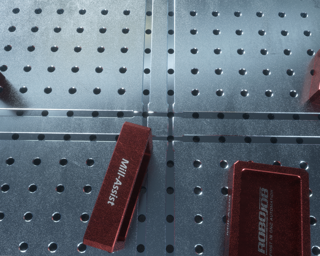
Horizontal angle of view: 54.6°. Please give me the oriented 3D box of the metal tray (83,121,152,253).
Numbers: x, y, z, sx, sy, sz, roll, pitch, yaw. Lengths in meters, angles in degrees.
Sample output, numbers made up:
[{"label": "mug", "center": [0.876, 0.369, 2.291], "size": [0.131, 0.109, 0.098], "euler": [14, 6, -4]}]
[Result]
[{"label": "metal tray", "center": [-0.041, 0.068, 0.352], "size": [0.030, 0.090, 0.130], "euler": [15, 71, 5]}]

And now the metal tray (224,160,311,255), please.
[{"label": "metal tray", "center": [0.127, 0.110, 0.369], "size": [0.090, 0.030, 0.130], "euler": [7, 70, 2]}]

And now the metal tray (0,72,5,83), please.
[{"label": "metal tray", "center": [-0.282, -0.112, 0.416], "size": [0.130, 0.090, 0.030], "euler": [35, 74, 12]}]

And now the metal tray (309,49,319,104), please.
[{"label": "metal tray", "center": [0.287, -0.065, 0.434], "size": [0.130, 0.030, 0.090], "euler": [16, 71, 5]}]
